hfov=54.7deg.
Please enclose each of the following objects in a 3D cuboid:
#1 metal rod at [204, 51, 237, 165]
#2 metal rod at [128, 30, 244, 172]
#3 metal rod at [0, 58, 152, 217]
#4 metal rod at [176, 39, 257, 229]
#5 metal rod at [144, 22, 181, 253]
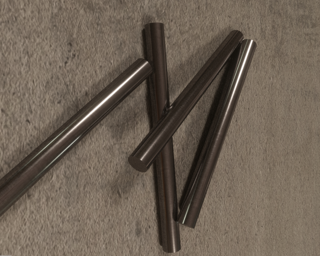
[{"bbox_3d":[0.094,-0.010,0.485,0.025,0.025,0.299,33,70,-36],"label":"metal rod"},{"bbox_3d":[0.051,-0.056,0.425,0.301,0.025,0.025,-52,121,-36],"label":"metal rod"},{"bbox_3d":[-0.107,0.021,0.316,0.301,0.025,0.025,-48,119,-29],"label":"metal rod"},{"bbox_3d":[0.088,-0.004,0.450,0.025,0.025,0.300,37,67,-34],"label":"metal rod"},{"bbox_3d":[0.004,0.015,0.410,0.025,0.025,0.298,-8,95,-40],"label":"metal rod"}]
